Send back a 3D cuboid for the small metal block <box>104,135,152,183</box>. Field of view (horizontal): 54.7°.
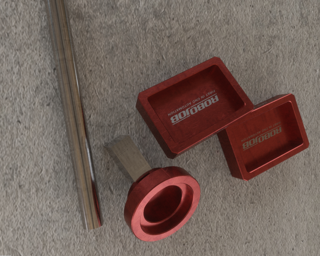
[{"bbox_3d":[-0.040,0.036,0.381,0.025,0.050,0.050,-36,100,-17],"label":"small metal block"}]

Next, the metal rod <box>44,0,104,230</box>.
[{"bbox_3d":[-0.104,-0.028,0.370,0.025,0.025,0.298,-10,94,-20],"label":"metal rod"}]

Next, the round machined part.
[{"bbox_3d":[-0.001,0.089,0.386,0.099,0.042,0.097,-18,126,-27],"label":"round machined part"}]

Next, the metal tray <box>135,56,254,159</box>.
[{"bbox_3d":[0.046,-0.029,0.407,0.131,0.030,0.090,-28,78,-18],"label":"metal tray"}]

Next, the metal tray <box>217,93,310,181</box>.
[{"bbox_3d":[0.155,0.011,0.465,0.131,0.030,0.090,-23,98,-19],"label":"metal tray"}]
